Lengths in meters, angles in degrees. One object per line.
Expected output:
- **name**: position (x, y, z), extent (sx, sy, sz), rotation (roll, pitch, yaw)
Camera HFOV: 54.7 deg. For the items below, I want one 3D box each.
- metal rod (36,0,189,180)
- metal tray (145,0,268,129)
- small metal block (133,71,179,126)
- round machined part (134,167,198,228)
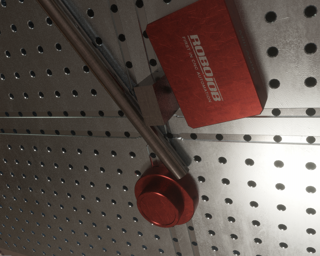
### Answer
- **metal rod**: position (-0.058, -0.053, 0.407), extent (0.025, 0.025, 0.299), rotation (-29, 103, 37)
- **metal tray**: position (0.052, -0.069, 0.338), extent (0.090, 0.030, 0.129), rotation (-13, 112, 33)
- **small metal block**: position (-0.002, -0.036, 0.372), extent (0.025, 0.050, 0.050), rotation (-3, 117, 29)
- **round machined part**: position (0.004, 0.110, 0.464), extent (0.098, 0.042, 0.097), rotation (13, 124, 20)
